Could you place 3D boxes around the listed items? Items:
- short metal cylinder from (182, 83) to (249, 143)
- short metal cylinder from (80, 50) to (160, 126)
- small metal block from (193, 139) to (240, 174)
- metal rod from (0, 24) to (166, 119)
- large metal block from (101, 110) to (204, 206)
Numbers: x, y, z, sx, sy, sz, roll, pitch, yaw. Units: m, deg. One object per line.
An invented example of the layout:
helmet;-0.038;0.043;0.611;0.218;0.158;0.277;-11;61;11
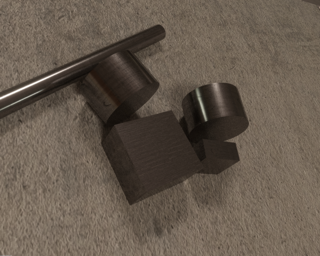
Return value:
short metal cylinder;0.074;-0.018;0.421;0.081;0.080;0.050;4;60;-27
short metal cylinder;-0.048;-0.047;0.373;0.081;0.080;0.050;-34;81;-38
small metal block;0.065;0.039;0.401;0.050;0.050;0.025;7;59;-25
metal rod;-0.094;-0.082;0.404;0.025;0.025;0.302;48;51;5
large metal block;-0.010;0.033;0.364;0.081;0.050;0.080;-17;71;-35
